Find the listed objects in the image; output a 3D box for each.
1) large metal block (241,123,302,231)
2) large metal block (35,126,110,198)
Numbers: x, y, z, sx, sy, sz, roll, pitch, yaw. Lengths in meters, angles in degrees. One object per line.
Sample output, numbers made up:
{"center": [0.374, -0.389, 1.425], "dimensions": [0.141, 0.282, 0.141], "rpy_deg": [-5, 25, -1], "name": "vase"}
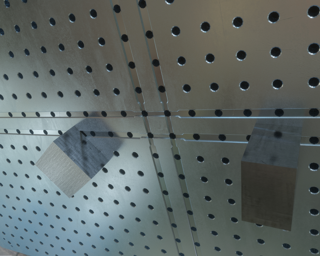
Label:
{"center": [0.124, 0.050, 0.342], "dimensions": [0.050, 0.080, 0.080], "rpy_deg": [6, 121, 25], "name": "large metal block"}
{"center": [-0.144, 0.057, 0.507], "dimensions": [0.080, 0.050, 0.080], "rpy_deg": [46, 129, -4], "name": "large metal block"}
